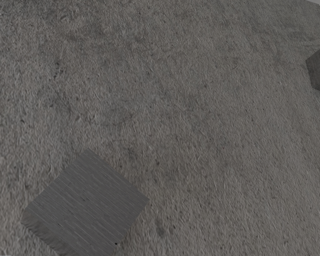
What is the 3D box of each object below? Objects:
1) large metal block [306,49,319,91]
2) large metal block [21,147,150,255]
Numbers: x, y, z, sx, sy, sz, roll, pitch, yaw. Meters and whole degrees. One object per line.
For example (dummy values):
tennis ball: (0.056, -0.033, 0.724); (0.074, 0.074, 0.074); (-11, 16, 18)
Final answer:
large metal block: (0.364, -0.116, 0.654); (0.081, 0.050, 0.080); (19, 55, -18)
large metal block: (-0.071, 0.080, 0.300); (0.080, 0.050, 0.080); (41, 51, -1)
